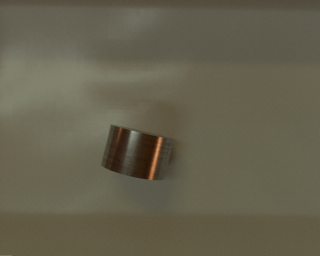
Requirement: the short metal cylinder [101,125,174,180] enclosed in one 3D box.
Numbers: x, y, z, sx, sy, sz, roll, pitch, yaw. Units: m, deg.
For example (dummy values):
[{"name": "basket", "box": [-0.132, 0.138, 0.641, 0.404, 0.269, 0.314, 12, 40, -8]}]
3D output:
[{"name": "short metal cylinder", "box": [-0.028, 0.029, 0.384, 0.080, 0.080, 0.050, 13, 90, 0]}]
